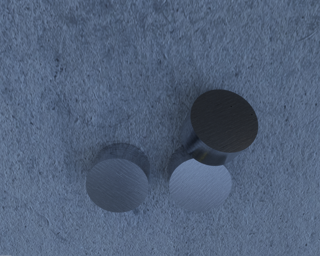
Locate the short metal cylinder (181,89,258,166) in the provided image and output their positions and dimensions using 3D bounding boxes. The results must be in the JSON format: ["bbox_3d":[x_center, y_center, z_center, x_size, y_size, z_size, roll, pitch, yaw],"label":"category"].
[{"bbox_3d":[0.070,0.000,0.375,0.081,0.050,0.080,4,65,-9],"label":"short metal cylinder"}]

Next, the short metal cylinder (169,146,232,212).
[{"bbox_3d":[0.052,0.065,0.421,0.081,0.050,0.079,0,110,0],"label":"short metal cylinder"}]

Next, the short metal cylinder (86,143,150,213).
[{"bbox_3d":[-0.055,0.066,0.420,0.081,0.050,0.079,0,110,0],"label":"short metal cylinder"}]
